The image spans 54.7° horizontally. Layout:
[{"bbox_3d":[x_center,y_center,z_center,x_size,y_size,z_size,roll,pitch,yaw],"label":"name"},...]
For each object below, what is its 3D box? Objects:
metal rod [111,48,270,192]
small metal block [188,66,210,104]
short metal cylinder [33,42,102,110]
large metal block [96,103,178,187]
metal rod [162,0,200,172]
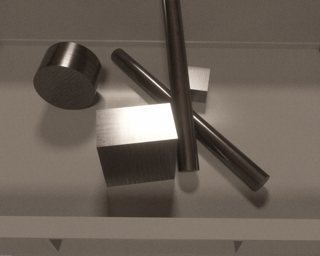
[{"bbox_3d":[0.024,-0.027,0.428,0.025,0.025,0.300,-31,57,-24],"label":"metal rod"},{"bbox_3d":[0.046,-0.066,0.461,0.050,0.025,0.050,8,50,6],"label":"small metal block"},{"bbox_3d":[-0.125,-0.070,0.427,0.081,0.080,0.050,2,50,1],"label":"short metal cylinder"},{"bbox_3d":[-0.026,0.021,0.351,0.081,0.080,0.050,-6,51,-6],"label":"large metal block"},{"bbox_3d":[0.022,-0.093,0.404,0.025,0.025,0.299,-4,75,-4],"label":"metal rod"}]
